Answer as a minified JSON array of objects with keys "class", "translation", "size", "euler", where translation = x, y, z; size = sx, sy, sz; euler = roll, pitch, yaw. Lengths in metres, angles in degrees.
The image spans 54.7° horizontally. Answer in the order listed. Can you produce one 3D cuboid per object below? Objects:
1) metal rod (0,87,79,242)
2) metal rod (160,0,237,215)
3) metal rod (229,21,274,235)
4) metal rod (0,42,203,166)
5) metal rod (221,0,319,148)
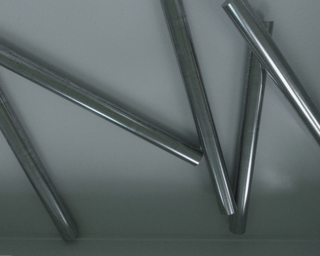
[{"class":"metal rod","translation":[-0.185,0.031,0.420],"size":[0.025,0.025,0.299],"euler":[-19,109,6]},{"class":"metal rod","translation":[0.053,-0.020,0.396],"size":[0.025,0.025,0.298],"euler":[-16,107,6]},{"class":"metal rod","translation":[0.119,0.013,0.417],"size":[0.025,0.025,0.298],"euler":[1,110,-1]},{"class":"metal rod","translation":[-0.078,-0.028,0.400],"size":[0.301,0.025,0.025],"euler":[28,108,-10]},{"class":"metal rod","translation":[0.171,-0.035,0.381],"size":[0.025,0.025,0.300],"euler":[-38,113,13]}]
